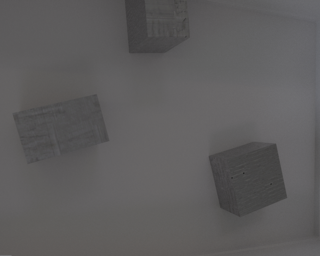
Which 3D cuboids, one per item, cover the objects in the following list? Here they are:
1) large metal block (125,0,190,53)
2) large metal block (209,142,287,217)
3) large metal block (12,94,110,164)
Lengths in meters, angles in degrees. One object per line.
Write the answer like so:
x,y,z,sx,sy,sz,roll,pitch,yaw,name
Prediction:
-0.007,-0.140,0.378,0.050,0.080,0.079,-5,92,-20,large metal block
0.125,0.070,0.443,0.081,0.050,0.080,-15,95,-19,large metal block
-0.108,0.000,0.341,0.081,0.080,0.050,-16,96,-19,large metal block
